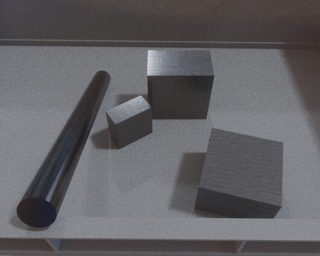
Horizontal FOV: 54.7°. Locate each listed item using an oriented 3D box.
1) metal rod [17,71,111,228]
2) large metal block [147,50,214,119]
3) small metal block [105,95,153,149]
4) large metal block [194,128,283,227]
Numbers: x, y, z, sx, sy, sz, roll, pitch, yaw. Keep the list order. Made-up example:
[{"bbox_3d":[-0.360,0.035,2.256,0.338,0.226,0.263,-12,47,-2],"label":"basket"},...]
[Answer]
[{"bbox_3d":[-0.083,-0.010,0.334,0.025,0.025,0.300,-1,26,-1],"label":"metal rod"},{"bbox_3d":[0.025,-0.057,0.417,0.081,0.080,0.050,0,50,-1],"label":"large metal block"},{"bbox_3d":[-0.038,-0.007,0.394,0.050,0.050,0.025,-27,56,-21],"label":"small metal block"},{"bbox_3d":[0.088,0.053,0.345,0.080,0.050,0.080,12,51,9],"label":"large metal block"}]
